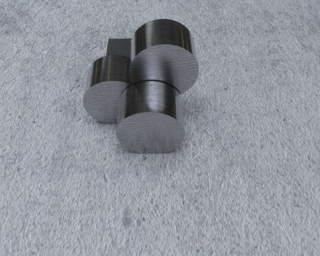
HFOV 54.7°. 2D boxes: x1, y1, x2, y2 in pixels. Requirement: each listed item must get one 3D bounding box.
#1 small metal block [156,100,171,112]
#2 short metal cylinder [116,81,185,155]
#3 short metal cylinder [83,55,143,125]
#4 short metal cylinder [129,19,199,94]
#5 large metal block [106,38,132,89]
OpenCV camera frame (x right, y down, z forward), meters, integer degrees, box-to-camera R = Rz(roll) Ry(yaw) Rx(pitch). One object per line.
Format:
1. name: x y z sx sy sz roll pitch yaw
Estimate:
1. small metal block: 0.008 -0.039 0.424 0.025 0.050 0.050 1 50 1
2. short metal cylinder: -0.011 -0.011 0.379 0.081 0.080 0.050 0 50 0
3. short metal cylinder: -0.058 -0.049 0.411 0.081 0.080 0.050 -2 50 -2
4. short metal cylinder: 0.004 -0.082 0.374 0.081 0.080 0.050 -2 50 -2
5. large metal block: -0.037 -0.090 0.465 0.081 0.050 0.080 -1 50 -1
